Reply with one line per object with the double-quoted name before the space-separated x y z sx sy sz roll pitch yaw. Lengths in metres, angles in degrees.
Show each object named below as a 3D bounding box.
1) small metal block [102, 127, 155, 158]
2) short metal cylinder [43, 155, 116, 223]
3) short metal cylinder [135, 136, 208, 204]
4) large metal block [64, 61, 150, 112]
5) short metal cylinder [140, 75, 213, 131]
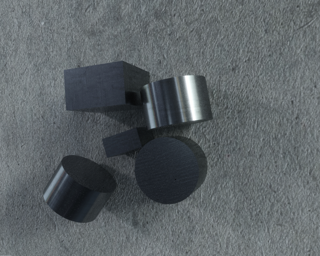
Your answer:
"small metal block" -0.040 0.018 0.410 0.050 0.050 0.025 -19 84 19
"short metal cylinder" -0.107 0.080 0.417 0.080 0.080 0.050 36 102 16
"short metal cylinder" 0.015 0.050 0.390 0.080 0.050 0.079 0 90 20
"large metal block" -0.065 -0.049 0.402 0.080 0.080 0.050 -4 89 20
"short metal cylinder" 0.019 -0.028 0.373 0.080 0.080 0.050 -11 87 19
